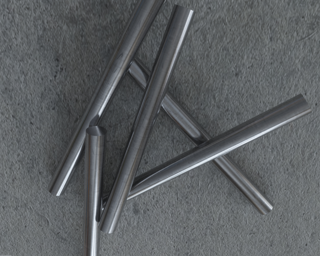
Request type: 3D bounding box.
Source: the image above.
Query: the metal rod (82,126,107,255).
[{"bbox_3d":[-0.096,0.134,0.438,0.025,0.025,0.298,7,117,-3],"label":"metal rod"}]

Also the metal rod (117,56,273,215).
[{"bbox_3d":[0.053,0.013,0.414,0.025,0.025,0.300,-41,106,13],"label":"metal rod"}]

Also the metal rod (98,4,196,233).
[{"bbox_3d":[-0.023,0.003,0.381,0.025,0.025,0.298,18,108,-7],"label":"metal rod"}]

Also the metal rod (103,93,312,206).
[{"bbox_3d":[0.042,0.040,0.400,0.300,0.025,0.025,-29,108,19],"label":"metal rod"}]

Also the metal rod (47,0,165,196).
[{"bbox_3d":[-0.075,-0.028,0.379,0.025,0.025,0.298,28,115,-10],"label":"metal rod"}]
